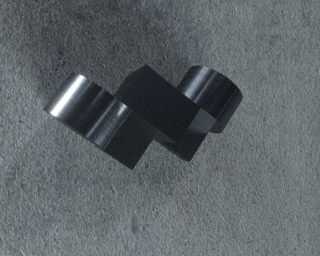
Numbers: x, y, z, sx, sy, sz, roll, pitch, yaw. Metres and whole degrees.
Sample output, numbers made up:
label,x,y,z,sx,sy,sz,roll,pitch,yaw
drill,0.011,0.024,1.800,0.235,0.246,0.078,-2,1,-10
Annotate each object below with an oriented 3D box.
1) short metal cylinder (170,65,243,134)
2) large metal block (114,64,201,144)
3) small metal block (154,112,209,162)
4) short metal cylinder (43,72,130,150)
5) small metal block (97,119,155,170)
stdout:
label,x,y,z,sx,sy,sz,roll,pitch,yaw
short metal cylinder,0.059,-0.036,0.403,0.080,0.080,0.050,37,78,-17
large metal block,-0.011,-0.026,0.378,0.080,0.080,0.050,37,78,-17
small metal block,0.030,0.011,0.422,0.050,0.025,0.050,37,78,-17
short metal cylinder,-0.082,-0.018,0.351,0.080,0.080,0.050,37,78,-17
small metal block,-0.044,0.018,0.395,0.050,0.025,0.050,37,78,-17
